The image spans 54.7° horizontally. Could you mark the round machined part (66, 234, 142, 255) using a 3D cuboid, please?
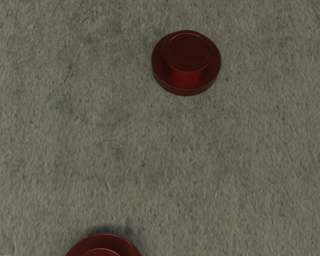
[{"bbox_3d":[-0.064,0.167,0.337,0.099,0.042,0.098,0,70,-1],"label":"round machined part"}]

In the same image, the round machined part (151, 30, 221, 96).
[{"bbox_3d":[0.037,-0.098,0.435,0.099,0.042,0.098,0,70,-1],"label":"round machined part"}]
